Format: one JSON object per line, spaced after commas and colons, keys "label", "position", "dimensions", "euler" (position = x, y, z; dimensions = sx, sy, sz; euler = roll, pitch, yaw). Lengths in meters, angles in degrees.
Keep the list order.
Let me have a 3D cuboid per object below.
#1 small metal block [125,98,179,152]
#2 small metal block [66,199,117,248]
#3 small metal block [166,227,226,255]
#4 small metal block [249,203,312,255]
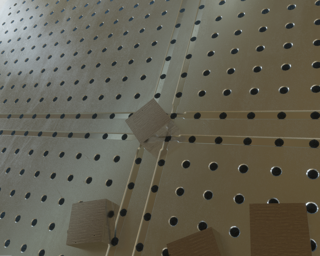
{"label": "small metal block", "position": [-0.011, -0.004, 0.418], "dimensions": [0.050, 0.025, 0.050], "euler": [-39, 51, 2]}
{"label": "small metal block", "position": [-0.083, 0.118, 0.381], "dimensions": [0.050, 0.025, 0.050], "euler": [-13, 56, 21]}
{"label": "small metal block", "position": [0.040, 0.133, 0.306], "dimensions": [0.050, 0.025, 0.050], "euler": [-26, 53, 12]}
{"label": "small metal block", "position": [0.112, 0.098, 0.289], "dimensions": [0.050, 0.025, 0.050], "euler": [-7, 58, 24]}
